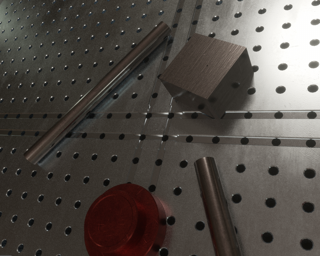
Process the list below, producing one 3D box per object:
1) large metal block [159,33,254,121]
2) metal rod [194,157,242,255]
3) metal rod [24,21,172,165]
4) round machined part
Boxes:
[{"bbox_3d":[0.060,-0.068,0.401,0.080,0.050,0.080,30,78,37],"label":"large metal block"},{"bbox_3d":[0.073,0.161,0.270,0.025,0.025,0.299,-21,54,15],"label":"metal rod"},{"bbox_3d":[-0.096,-0.057,0.491,0.300,0.025,0.025,-45,51,-4],"label":"metal rod"},{"bbox_3d":[-0.046,0.109,0.353,0.098,0.042,0.098,-13,56,20],"label":"round machined part"}]
